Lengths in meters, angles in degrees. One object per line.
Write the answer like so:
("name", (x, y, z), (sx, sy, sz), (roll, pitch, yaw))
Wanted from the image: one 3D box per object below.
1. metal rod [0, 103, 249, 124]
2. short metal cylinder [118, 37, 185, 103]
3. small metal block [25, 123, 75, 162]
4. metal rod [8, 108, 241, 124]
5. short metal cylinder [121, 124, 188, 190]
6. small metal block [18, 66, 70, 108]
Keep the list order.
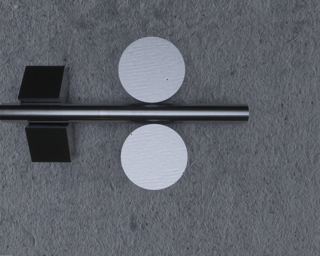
("metal rod", (-0.043, -0.018, 0.386), (0.302, 0.025, 0.025), (0, 90, 0))
("short metal cylinder", (-0.010, -0.071, 0.398), (0.081, 0.050, 0.079), (0, 90, 0))
("small metal block", (-0.140, 0.016, 0.400), (0.050, 0.025, 0.050), (0, 117, -1))
("metal rod", (-0.044, -0.018, 0.411), (0.302, 0.025, 0.025), (0, 90, 0))
("short metal cylinder", (-0.007, 0.035, 0.398), (0.081, 0.050, 0.079), (0, 90, 0))
("small metal block", (-0.148, -0.053, 0.400), (0.050, 0.025, 0.050), (0, 63, 0))
